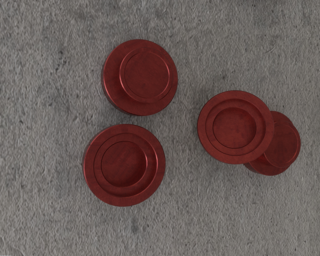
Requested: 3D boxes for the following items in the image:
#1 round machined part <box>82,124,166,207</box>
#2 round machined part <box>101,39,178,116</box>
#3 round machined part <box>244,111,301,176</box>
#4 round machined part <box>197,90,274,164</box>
[{"bbox_3d":[-0.046,0.044,0.383,0.099,0.042,0.097,0,90,-20],"label":"round machined part"},{"bbox_3d":[-0.022,-0.064,0.392,0.099,0.042,0.097,0,90,-20],"label":"round machined part"},{"bbox_3d":[0.168,0.023,0.462,0.099,0.042,0.097,0,90,-20],"label":"round machined part"},{"bbox_3d":[0.101,0.001,0.423,0.098,0.042,0.097,-1,82,7],"label":"round machined part"}]
